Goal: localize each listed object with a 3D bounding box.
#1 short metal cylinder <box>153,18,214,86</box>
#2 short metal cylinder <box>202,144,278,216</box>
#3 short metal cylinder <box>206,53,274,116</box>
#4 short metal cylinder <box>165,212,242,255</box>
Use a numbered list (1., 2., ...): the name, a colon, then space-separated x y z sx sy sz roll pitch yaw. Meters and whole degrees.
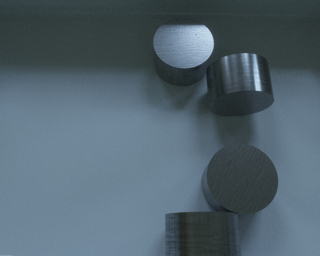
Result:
1. short metal cylinder: 0.031 -0.106 0.435 0.081 0.050 0.080 0 70 0
2. short metal cylinder: 0.093 0.064 0.373 0.081 0.050 0.080 0 70 0
3. short metal cylinder: 0.102 -0.053 0.400 0.081 0.080 0.050 -1 70 -1
4. short metal cylinder: 0.046 0.120 0.337 0.081 0.080 0.050 0 70 0
